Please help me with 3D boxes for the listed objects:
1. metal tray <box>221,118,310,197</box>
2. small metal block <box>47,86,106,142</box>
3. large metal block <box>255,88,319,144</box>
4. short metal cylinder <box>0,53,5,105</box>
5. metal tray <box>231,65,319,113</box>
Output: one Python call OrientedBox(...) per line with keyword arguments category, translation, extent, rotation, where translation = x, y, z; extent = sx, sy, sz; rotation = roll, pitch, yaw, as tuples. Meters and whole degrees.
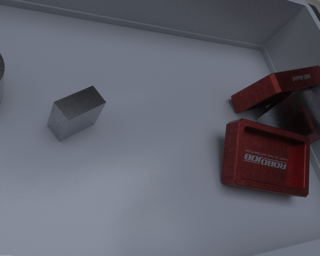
OrientedBox(category="metal tray", translation=(0.154, 0.045, 0.441), extent=(0.131, 0.030, 0.090), rotation=(13, 76, -21))
OrientedBox(category="small metal block", translation=(-0.095, -0.016, 0.349), extent=(0.050, 0.050, 0.025), rotation=(-32, 80, -38))
OrientedBox(category="large metal block", translation=(0.218, -0.014, 0.500), extent=(0.080, 0.080, 0.050), rotation=(47, 51, 4))
OrientedBox(category="short metal cylinder", translation=(-0.202, -0.050, 0.311), extent=(0.081, 0.050, 0.080), rotation=(14, 56, -21))
OrientedBox(category="metal tray", translation=(0.192, -0.063, 0.504), extent=(0.131, 0.090, 0.030), rotation=(-14, 80, -34))
